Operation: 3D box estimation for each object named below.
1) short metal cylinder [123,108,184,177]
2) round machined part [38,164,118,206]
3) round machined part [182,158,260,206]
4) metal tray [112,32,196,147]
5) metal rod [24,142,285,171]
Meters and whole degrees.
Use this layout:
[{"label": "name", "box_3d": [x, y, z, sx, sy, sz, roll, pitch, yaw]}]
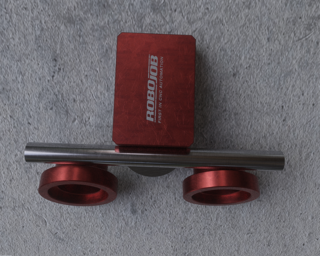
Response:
[{"label": "short metal cylinder", "box_3d": [-0.009, 0.016, 0.404, 0.081, 0.050, 0.079, 0, 110, -1]}, {"label": "round machined part", "box_3d": [-0.105, 0.068, 0.408, 0.099, 0.042, 0.098, -1, 149, 0]}, {"label": "round machined part", "box_3d": [0.079, 0.071, 0.411, 0.099, 0.042, 0.098, 0, 153, 0]}, {"label": "metal tray", "box_3d": [-0.006, -0.043, 0.364, 0.091, 0.030, 0.129, 2, 84, -2]}, {"label": "metal rod", "box_3d": [-0.005, 0.035, 0.371, 0.302, 0.025, 0.025, 2, 110, -2]}]
